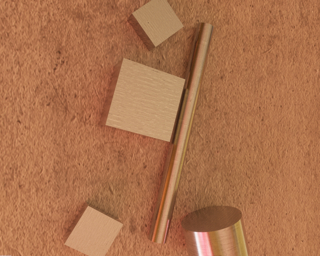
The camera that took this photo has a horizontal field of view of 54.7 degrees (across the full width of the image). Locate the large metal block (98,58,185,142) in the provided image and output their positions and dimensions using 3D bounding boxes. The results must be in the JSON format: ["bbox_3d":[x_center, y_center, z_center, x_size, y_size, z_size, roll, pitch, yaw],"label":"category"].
[{"bbox_3d":[-0.024,-0.032,0.388,0.081,0.050,0.080,16,85,-20],"label":"large metal block"}]

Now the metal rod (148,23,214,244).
[{"bbox_3d":[0.030,0.003,0.421,0.025,0.025,0.298,15,85,-20],"label":"metal rod"}]

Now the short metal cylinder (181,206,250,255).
[{"bbox_3d":[0.073,0.142,0.408,0.081,0.080,0.050,-14,95,-20],"label":"short metal cylinder"}]

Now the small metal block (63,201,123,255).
[{"bbox_3d":[-0.082,0.126,0.380,0.050,0.025,0.050,34,79,-17],"label":"small metal block"}]

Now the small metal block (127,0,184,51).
[{"bbox_3d":[-0.006,-0.138,0.408,0.050,0.025,0.050,-40,103,-16],"label":"small metal block"}]
